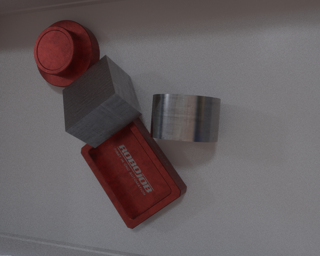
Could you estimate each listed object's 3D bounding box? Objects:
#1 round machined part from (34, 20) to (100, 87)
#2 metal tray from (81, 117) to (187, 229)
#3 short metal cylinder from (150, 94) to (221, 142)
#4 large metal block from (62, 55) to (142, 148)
[{"bbox_3d":[-0.141,-0.108,0.450,0.098,0.042,0.097,0,90,19],"label":"round machined part"},{"bbox_3d":[-0.037,0.056,0.419,0.090,0.030,0.130,-38,78,15],"label":"metal tray"},{"bbox_3d":[0.030,-0.012,0.370,0.080,0.080,0.050,5,92,19],"label":"short metal cylinder"},{"bbox_3d":[-0.078,-0.034,0.405,0.080,0.050,0.080,-35,46,16],"label":"large metal block"}]
